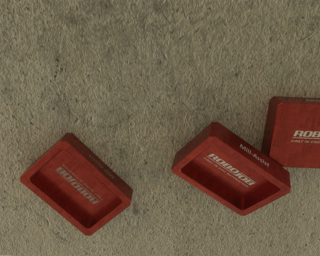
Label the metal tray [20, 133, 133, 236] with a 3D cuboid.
[{"bbox_3d":[-0.114,0.081,0.435,0.090,0.030,0.130,-40,106,13],"label":"metal tray"}]

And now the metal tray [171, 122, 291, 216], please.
[{"bbox_3d":[0.093,0.059,0.411,0.130,0.030,0.090,34,131,-12],"label":"metal tray"}]

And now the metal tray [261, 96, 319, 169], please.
[{"bbox_3d":[0.209,0.007,0.412,0.131,0.030,0.089,2,110,-1],"label":"metal tray"}]
